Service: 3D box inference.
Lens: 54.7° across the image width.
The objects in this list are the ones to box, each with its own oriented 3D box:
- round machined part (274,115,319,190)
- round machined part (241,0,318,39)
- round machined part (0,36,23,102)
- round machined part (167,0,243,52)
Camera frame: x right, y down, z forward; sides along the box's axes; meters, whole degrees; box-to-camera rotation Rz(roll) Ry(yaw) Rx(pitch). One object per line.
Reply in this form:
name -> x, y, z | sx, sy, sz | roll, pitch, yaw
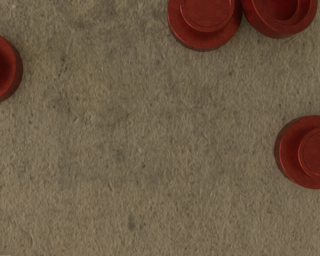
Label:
round machined part -> 0.205, 0.032, 0.404 | 0.099, 0.042, 0.097 | 0, 90, -1
round machined part -> 0.146, -0.161, 0.395 | 0.099, 0.042, 0.097 | 1, 87, -17
round machined part -> -0.235, -0.080, 0.398 | 0.099, 0.042, 0.097 | 0, 90, -1
round machined part -> 0.059, -0.152, 0.402 | 0.099, 0.042, 0.097 | 0, 90, -1
